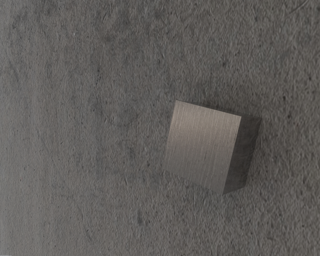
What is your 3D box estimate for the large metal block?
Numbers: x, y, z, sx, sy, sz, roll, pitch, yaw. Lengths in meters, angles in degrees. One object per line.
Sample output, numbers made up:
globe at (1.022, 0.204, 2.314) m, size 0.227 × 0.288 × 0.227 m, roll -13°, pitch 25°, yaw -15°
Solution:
large metal block at (0.056, 0.017, 0.343) m, size 0.080 × 0.050 × 0.079 m, roll 19°, pitch 102°, yaw 38°
